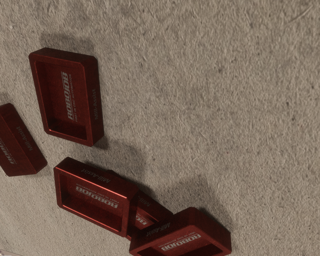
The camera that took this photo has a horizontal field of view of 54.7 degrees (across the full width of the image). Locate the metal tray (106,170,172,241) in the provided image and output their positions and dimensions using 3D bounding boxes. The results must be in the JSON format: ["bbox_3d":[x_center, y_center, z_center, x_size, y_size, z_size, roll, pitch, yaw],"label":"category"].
[{"bbox_3d":[-0.054,0.138,0.515,0.130,0.030,0.089,35,129,5],"label":"metal tray"}]

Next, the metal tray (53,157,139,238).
[{"bbox_3d":[-0.100,0.107,0.480,0.130,0.030,0.089,19,126,16],"label":"metal tray"}]

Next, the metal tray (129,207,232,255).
[{"bbox_3d":[0.029,0.173,0.465,0.130,0.030,0.090,-34,119,31],"label":"metal tray"}]

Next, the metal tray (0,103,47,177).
[{"bbox_3d":[-0.272,0.025,0.559,0.090,0.030,0.129,-10,114,32],"label":"metal tray"}]

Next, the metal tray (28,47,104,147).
[{"bbox_3d":[-0.131,-0.043,0.443,0.090,0.030,0.129,14,124,19],"label":"metal tray"}]
